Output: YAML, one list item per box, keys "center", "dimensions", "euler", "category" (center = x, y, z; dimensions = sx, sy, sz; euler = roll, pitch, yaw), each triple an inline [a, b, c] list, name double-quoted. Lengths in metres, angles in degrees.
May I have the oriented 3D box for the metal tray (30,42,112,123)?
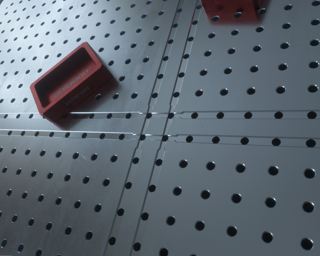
- center: [-0.155, -0.080, 0.533]
  dimensions: [0.130, 0.030, 0.090]
  euler: [-38, 51, 2]
  category: "metal tray"

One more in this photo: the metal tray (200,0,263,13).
- center: [0.126, -0.240, 0.485]
  dimensions: [0.090, 0.030, 0.130]
  euler: [12, 68, 32]
  category: "metal tray"
